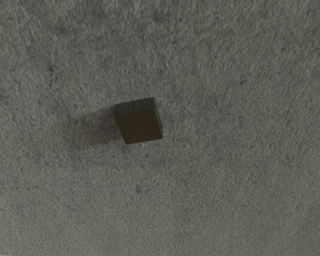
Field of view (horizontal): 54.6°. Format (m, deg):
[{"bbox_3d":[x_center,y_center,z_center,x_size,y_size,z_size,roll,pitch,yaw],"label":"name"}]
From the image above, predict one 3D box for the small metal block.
[{"bbox_3d":[-0.026,-0.008,0.400,0.050,0.025,0.050,-10,130,8],"label":"small metal block"}]
